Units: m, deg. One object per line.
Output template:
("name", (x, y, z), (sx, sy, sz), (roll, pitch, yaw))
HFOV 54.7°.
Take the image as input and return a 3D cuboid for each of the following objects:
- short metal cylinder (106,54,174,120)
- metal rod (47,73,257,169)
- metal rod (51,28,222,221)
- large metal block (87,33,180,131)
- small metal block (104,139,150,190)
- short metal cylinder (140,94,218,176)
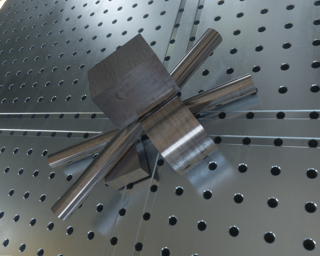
("short metal cylinder", (-0.028, -0.057, 0.437), (0.080, 0.050, 0.080), (-13, 56, 21))
("metal rod", (-0.022, -0.003, 0.417), (0.301, 0.025, 0.025), (-21, 54, 15))
("metal rod", (-0.024, -0.010, 0.391), (0.025, 0.025, 0.300), (35, 80, 38))
("large metal block", (-0.034, -0.056, 0.359), (0.080, 0.050, 0.080), (-35, 34, 6))
("small metal block", (-0.046, 0.044, 0.400), (0.050, 0.025, 0.050), (-25, 53, 13))
("short metal cylinder", (0.021, 0.007, 0.353), (0.050, 0.080, 0.080), (-38, 51, 4))
